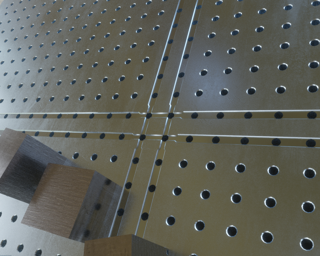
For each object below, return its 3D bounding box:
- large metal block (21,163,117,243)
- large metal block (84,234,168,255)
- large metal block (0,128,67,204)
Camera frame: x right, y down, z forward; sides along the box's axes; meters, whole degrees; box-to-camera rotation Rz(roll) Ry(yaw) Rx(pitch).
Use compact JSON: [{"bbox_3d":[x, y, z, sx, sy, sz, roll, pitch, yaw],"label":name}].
[{"bbox_3d":[-0.113,0.095,0.392,0.080,0.050,0.080,4,64,29],"label":"large metal block"},{"bbox_3d":[-0.030,0.153,0.294,0.050,0.080,0.080,-15,56,19],"label":"large metal block"},{"bbox_3d":[-0.194,0.057,0.437,0.050,0.080,0.080,12,68,33],"label":"large metal block"}]
